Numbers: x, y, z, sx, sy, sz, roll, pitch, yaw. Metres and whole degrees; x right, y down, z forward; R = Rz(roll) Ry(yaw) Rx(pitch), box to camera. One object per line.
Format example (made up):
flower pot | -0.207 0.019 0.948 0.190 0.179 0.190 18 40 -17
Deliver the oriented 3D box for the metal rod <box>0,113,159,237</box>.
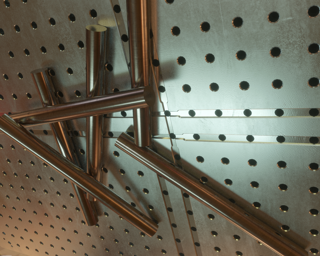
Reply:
metal rod | -0.124 0.081 0.491 0.300 0.025 0.025 39 130 -13

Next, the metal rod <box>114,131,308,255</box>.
metal rod | 0.067 0.096 0.435 0.301 0.025 0.025 33 129 6

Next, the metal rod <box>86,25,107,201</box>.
metal rod | -0.097 -0.001 0.462 0.025 0.025 0.298 21 126 16

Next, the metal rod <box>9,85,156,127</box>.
metal rod | -0.139 -0.022 0.438 0.300 0.025 0.025 -7 115 31

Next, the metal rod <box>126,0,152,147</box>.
metal rod | -0.024 -0.108 0.357 0.025 0.025 0.298 13 124 21

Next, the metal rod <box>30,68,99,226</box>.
metal rod | -0.153 0.047 0.521 0.025 0.025 0.298 4 121 26
